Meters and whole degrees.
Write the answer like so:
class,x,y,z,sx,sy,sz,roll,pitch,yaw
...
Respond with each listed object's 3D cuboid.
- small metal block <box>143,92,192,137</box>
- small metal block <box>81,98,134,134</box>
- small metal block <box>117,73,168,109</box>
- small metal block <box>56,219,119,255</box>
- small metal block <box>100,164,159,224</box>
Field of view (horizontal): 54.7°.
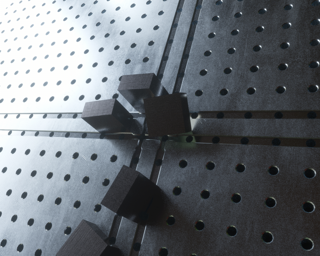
class,x,y,z,sx,sy,sz,roll,pitch,yaw
small metal block,0.010,-0.017,0.397,0.050,0.025,0.050,-8,91,23
small metal block,-0.074,-0.015,0.438,0.050,0.050,0.025,-5,60,25
small metal block,-0.023,-0.050,0.434,0.050,0.050,0.025,1,62,28
small metal block,-0.085,0.145,0.362,0.050,0.025,0.050,30,78,37
small metal block,-0.034,0.078,0.361,0.025,0.050,0.050,20,72,35
